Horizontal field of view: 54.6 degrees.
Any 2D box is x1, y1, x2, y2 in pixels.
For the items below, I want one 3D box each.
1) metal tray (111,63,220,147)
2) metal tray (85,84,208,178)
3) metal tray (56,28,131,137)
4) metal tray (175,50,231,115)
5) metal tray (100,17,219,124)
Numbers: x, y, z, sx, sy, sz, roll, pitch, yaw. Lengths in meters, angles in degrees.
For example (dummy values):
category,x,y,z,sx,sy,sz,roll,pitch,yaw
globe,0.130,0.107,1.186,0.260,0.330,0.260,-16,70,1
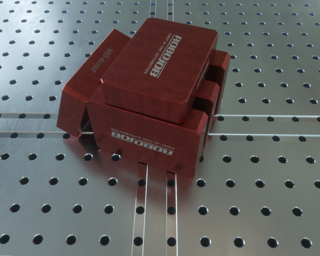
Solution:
category,x,y,z,sx,sy,sz,roll,pitch,yaw
metal tray,0.001,-0.029,0.388,0.130,0.090,0.030,16,51,12
metal tray,-0.015,0.005,0.361,0.130,0.090,0.030,17,52,13
metal tray,-0.086,-0.061,0.413,0.030,0.090,0.130,30,53,-4
metal tray,0.023,-0.072,0.425,0.130,0.090,0.030,16,53,13
metal tray,0.005,-0.070,0.346,0.090,0.030,0.130,16,52,13
